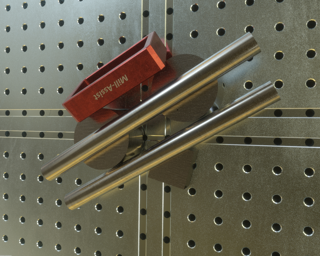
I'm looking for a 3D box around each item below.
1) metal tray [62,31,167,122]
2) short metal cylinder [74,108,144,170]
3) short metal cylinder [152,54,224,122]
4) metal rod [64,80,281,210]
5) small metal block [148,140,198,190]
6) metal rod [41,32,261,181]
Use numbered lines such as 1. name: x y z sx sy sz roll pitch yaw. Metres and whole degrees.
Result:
1. metal tray: -0.054 -0.067 0.395 0.130 0.090 0.030 -30 112 17
2. short metal cylinder: -0.068 0.014 0.422 0.080 0.050 0.079 0 90 19
3. short metal cylinder: 0.036 -0.047 0.386 0.080 0.050 0.079 0 90 19
4. metal rod: 0.002 0.030 0.383 0.300 0.025 0.025 -30 81 17
5. small metal block: 0.017 0.047 0.405 0.050 0.025 0.050 16 95 19
6. metal rod: -0.024 -0.016 0.366 0.300 0.025 0.025 -31 80 17
